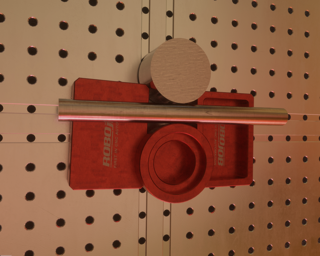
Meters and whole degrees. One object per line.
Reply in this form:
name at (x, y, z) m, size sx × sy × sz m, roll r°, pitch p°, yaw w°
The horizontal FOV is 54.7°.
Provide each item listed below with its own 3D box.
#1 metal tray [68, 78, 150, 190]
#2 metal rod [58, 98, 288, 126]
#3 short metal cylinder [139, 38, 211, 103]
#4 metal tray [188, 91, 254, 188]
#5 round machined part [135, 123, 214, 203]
metal tray at (-0.063, 0.008, 0.382) m, size 0.091 × 0.030 × 0.129 m, roll 3°, pitch 89°, yaw -20°
metal rod at (0.032, -0.018, 0.388) m, size 0.303 × 0.025 × 0.025 m, roll 1°, pitch 90°, yaw -20°
short metal cylinder at (0.018, -0.070, 0.402) m, size 0.081 × 0.050 × 0.079 m, roll 0°, pitch 90°, yaw -20°
metal tray at (0.086, 0.016, 0.437) m, size 0.091 × 0.030 × 0.129 m, roll 1°, pitch 90°, yaw -20°
round machined part at (0.015, 0.043, 0.396) m, size 0.099 × 0.042 × 0.097 m, roll 0°, pitch 90°, yaw -20°
